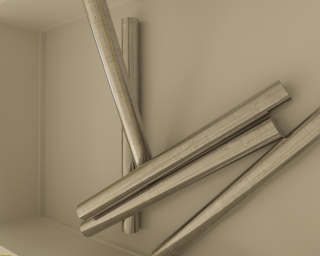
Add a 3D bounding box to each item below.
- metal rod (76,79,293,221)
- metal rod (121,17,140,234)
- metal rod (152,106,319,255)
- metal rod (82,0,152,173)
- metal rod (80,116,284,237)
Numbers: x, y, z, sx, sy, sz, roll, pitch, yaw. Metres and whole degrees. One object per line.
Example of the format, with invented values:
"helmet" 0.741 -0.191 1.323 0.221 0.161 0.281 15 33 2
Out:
"metal rod" 0.010 0.039 0.364 0.299 0.025 0.025 -34 69 24
"metal rod" -0.042 -0.004 0.438 0.025 0.025 0.298 0 90 39
"metal rod" 0.085 0.069 0.335 0.298 0.025 0.025 -49 61 28
"metal rod" -0.048 -0.055 0.366 0.025 0.025 0.298 2 116 40
"metal rod" 0.006 0.072 0.378 0.299 0.025 0.025 -33 69 27
